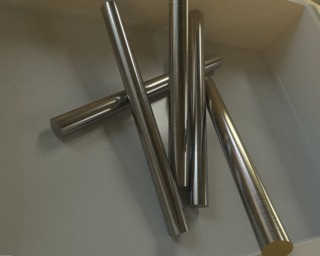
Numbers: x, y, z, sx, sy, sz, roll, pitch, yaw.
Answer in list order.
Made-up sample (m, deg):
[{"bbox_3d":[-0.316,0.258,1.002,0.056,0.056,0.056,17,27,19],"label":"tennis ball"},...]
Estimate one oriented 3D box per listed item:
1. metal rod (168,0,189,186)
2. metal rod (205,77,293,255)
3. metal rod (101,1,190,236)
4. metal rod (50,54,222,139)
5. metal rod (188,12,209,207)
[{"bbox_3d":[0.024,-0.079,0.391,0.025,0.025,0.298,3,85,-27],"label":"metal rod"},{"bbox_3d":[0.083,0.013,0.368,0.025,0.025,0.300,20,30,-17],"label":"metal rod"},{"bbox_3d":[-0.022,-0.022,0.380,0.025,0.025,0.299,-10,75,-33],"label":"metal rod"},{"bbox_3d":[-0.010,-0.056,0.436,0.302,0.025,0.025,-28,78,-38],"label":"metal rod"},{"bbox_3d":[0.052,-0.041,0.436,0.025,0.025,0.299,13,64,-22],"label":"metal rod"}]
